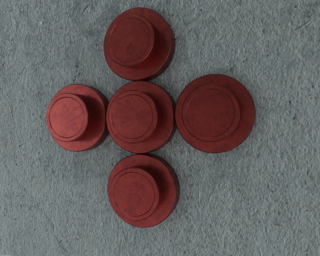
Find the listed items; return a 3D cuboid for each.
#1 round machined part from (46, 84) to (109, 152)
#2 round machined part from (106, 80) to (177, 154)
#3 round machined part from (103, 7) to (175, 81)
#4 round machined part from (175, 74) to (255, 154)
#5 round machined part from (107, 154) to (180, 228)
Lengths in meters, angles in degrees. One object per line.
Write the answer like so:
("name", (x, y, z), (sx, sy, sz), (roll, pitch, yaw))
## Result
("round machined part", (-0.121, -0.014, 0.443), (0.098, 0.042, 0.097), (0, 90, 19))
("round machined part", (-0.028, -0.015, 0.410), (0.098, 0.042, 0.097), (0, 90, 19))
("round machined part", (-0.032, -0.112, 0.412), (0.098, 0.042, 0.097), (0, 90, 19))
("round machined part", (0.065, -0.017, 0.378), (0.098, 0.042, 0.097), (0, 90, 19))
("round machined part", (-0.026, 0.083, 0.409), (0.098, 0.042, 0.097), (0, 90, 19))
